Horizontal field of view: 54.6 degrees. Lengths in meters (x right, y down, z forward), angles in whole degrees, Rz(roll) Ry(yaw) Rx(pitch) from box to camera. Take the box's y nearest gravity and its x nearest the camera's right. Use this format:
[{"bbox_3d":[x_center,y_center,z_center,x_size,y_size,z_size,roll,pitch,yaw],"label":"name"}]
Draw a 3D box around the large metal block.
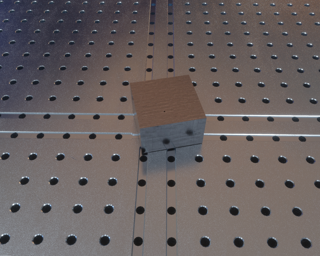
[{"bbox_3d":[0.008,-0.020,0.407,0.080,0.050,0.080,-9,51,-8],"label":"large metal block"}]
